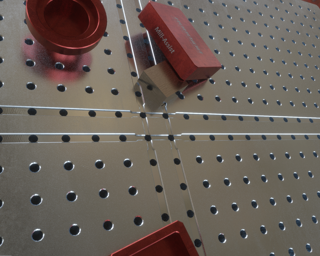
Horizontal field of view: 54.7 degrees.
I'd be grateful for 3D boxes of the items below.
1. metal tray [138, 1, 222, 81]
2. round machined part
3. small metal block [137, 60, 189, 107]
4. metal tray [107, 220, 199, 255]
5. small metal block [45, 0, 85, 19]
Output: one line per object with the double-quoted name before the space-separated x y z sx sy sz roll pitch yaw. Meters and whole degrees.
"metal tray" 0.033 -0.137 0.489 0.091 0.030 0.130 -16 69 -53
"round machined part" -0.123 -0.140 0.406 0.099 0.042 0.098 7 74 -24
"small metal block" 0.004 -0.066 0.450 0.050 0.025 0.050 -35 81 -38
"metal tray" 0.010 0.170 0.305 0.091 0.030 0.130 -16 70 -34
"small metal block" -0.139 -0.190 0.449 0.050 0.025 0.050 2 61 -27
